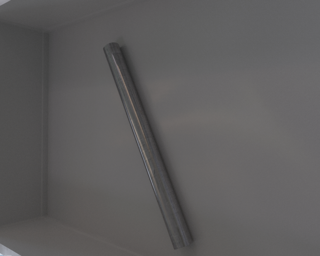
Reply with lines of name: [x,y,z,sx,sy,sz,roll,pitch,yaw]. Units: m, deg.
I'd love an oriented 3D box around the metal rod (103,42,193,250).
metal rod: [-0.022,0.012,0.426,0.025,0.025,0.299,-33,70,35]
